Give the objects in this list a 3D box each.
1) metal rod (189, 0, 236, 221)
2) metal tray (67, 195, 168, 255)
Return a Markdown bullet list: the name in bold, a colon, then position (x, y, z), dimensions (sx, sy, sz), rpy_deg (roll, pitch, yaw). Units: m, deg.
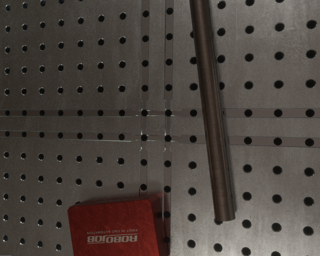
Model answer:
- **metal rod**: position (0.064, -0.036, 0.389), dimensions (0.025, 0.025, 0.298), rpy_deg (-7, 88, 19)
- **metal tray**: position (-0.060, 0.146, 0.430), dimensions (0.130, 0.030, 0.089), rpy_deg (-10, 87, 19)
